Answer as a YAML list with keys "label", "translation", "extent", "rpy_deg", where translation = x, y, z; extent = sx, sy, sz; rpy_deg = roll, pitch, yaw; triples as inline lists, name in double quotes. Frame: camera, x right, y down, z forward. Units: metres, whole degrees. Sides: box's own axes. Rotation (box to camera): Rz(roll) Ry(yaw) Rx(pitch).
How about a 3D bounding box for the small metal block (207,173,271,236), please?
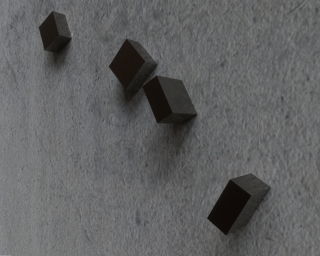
- label: "small metal block"
  translation: [0.082, 0.077, 0.320]
  extent: [0.025, 0.050, 0.050]
  rpy_deg: [38, 113, 33]

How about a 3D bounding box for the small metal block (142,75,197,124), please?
- label: "small metal block"
  translation: [0.013, -0.033, 0.377]
  extent: [0.025, 0.050, 0.050]
  rpy_deg: [-34, 69, 34]

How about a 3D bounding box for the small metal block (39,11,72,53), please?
- label: "small metal block"
  translation: [-0.189, -0.172, 0.558]
  extent: [0.050, 0.025, 0.050]
  rpy_deg: [-29, 72, 36]

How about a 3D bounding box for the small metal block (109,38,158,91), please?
- label: "small metal block"
  translation: [-0.039, -0.088, 0.435]
  extent: [0.050, 0.025, 0.050]
  rpy_deg: [-51, 61, 27]
